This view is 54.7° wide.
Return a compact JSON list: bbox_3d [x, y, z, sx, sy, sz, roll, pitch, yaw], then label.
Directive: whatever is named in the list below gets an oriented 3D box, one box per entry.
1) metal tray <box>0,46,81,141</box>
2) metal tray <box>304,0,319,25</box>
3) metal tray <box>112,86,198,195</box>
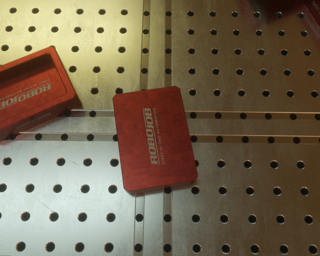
[{"bbox_3d":[-0.188,-0.047,0.423,0.131,0.030,0.090,-25,72,-9],"label":"metal tray"},{"bbox_3d":[0.290,-0.191,0.482,0.091,0.030,0.130,-19,71,-7],"label":"metal tray"},{"bbox_3d":[-0.008,0.014,0.404,0.091,0.030,0.129,-9,70,-4],"label":"metal tray"}]
